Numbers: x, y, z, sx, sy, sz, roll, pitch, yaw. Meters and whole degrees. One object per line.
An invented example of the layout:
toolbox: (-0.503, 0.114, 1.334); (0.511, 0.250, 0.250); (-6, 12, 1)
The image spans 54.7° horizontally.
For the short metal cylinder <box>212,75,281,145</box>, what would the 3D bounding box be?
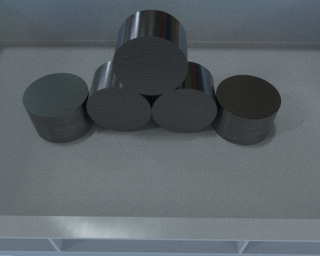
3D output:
short metal cylinder: (0.111, -0.025, 0.408); (0.080, 0.050, 0.080); (0, 50, 0)

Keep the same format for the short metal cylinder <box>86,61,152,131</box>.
short metal cylinder: (-0.050, -0.040, 0.400); (0.080, 0.080, 0.050); (1, 50, 1)

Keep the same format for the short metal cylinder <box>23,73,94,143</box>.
short metal cylinder: (-0.131, -0.027, 0.409); (0.080, 0.050, 0.080); (0, 50, 0)

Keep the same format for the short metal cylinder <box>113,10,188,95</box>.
short metal cylinder: (-0.010, -0.083, 0.347); (0.080, 0.080, 0.050); (1, 50, 1)

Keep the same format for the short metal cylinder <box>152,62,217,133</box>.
short metal cylinder: (0.031, -0.038, 0.399); (0.080, 0.080, 0.050); (1, 50, 1)
